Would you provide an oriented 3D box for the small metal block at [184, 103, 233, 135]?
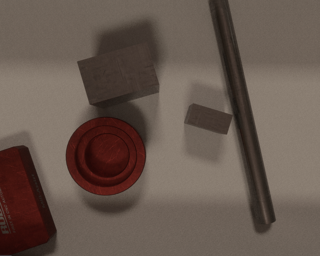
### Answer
[{"bbox_3d":[0.061,-0.011,0.400,0.050,0.050,0.025,17,90,-1],"label":"small metal block"}]

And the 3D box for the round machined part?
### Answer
[{"bbox_3d":[-0.067,0.035,0.402,0.099,0.042,0.097,0,90,-1],"label":"round machined part"}]

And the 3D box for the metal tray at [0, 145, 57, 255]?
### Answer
[{"bbox_3d":[-0.203,0.097,0.406,0.090,0.030,0.129,-19,90,-1],"label":"metal tray"}]

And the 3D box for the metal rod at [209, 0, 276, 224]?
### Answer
[{"bbox_3d":[0.110,-0.022,0.412,0.025,0.025,0.298,-12,90,0],"label":"metal rod"}]

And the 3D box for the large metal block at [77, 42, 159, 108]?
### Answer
[{"bbox_3d":[-0.047,-0.061,0.383,0.080,0.080,0.050,-16,90,0],"label":"large metal block"}]
